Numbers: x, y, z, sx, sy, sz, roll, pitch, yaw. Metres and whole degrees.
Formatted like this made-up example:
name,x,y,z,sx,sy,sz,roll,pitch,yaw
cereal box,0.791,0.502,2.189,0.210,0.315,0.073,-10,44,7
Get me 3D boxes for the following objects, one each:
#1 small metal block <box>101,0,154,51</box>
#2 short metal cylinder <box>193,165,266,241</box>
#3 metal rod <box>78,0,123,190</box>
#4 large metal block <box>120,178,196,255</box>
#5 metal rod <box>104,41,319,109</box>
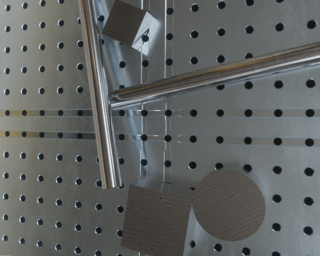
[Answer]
name,x,y,z,sx,sy,sz,roll,pitch,yaw
small metal block,-0.045,-0.142,0.427,0.050,0.025,0.050,28,99,17
short metal cylinder,0.084,0.087,0.369,0.080,0.050,0.079,0,90,19
metal rod,-0.084,-0.069,0.418,0.025,0.025,0.299,-15,77,19
large metal block,0.002,0.116,0.398,0.080,0.050,0.079,10,93,19
metal rod,0.060,-0.063,0.390,0.301,0.025,0.025,-10,87,19
